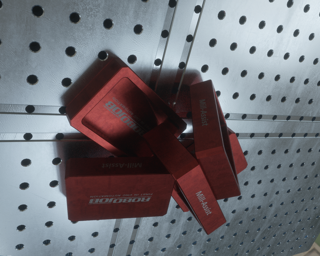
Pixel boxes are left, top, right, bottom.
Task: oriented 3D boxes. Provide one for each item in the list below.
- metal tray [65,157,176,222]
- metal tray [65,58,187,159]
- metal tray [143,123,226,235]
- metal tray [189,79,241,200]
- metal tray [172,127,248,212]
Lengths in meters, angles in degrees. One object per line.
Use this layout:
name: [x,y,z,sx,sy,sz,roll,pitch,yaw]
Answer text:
metal tray: [-0.051,0.079,0.399,0.131,0.030,0.089,0,130,-12]
metal tray: [-0.037,-0.011,0.382,0.090,0.030,0.130,-46,130,3]
metal tray: [0.032,0.065,0.388,0.030,0.090,0.130,-34,129,-7]
metal tray: [0.068,0.012,0.390,0.030,0.130,0.090,-16,131,15]
metal tray: [0.068,0.064,0.486,0.130,0.030,0.090,-36,129,-5]
